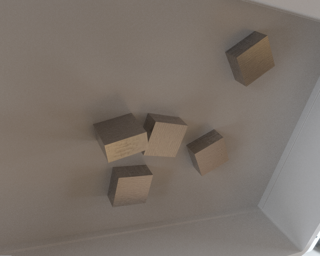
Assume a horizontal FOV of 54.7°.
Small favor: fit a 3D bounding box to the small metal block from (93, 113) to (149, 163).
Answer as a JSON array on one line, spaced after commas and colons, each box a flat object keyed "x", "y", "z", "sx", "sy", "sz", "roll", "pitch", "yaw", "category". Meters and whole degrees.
[{"x": -0.047, "y": 0.010, "z": 0.373, "sx": 0.050, "sy": 0.050, "sz": 0.025, "roll": -18, "pitch": 126, "yaw": -18, "category": "small metal block"}]

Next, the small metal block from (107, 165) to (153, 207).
[{"x": -0.042, "y": 0.081, "z": 0.435, "sx": 0.050, "sy": 0.025, "sz": 0.050, "roll": 0, "pitch": 119, "yaw": -28, "category": "small metal block"}]

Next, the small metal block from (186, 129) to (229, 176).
[{"x": 0.073, "y": 0.038, "z": 0.472, "sx": 0.050, "sy": 0.025, "sz": 0.050, "roll": -29, "pitch": 128, "yaw": -10, "category": "small metal block"}]

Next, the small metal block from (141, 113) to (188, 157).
[{"x": 0.003, "y": 0.010, "z": 0.416, "sx": 0.050, "sy": 0.025, "sz": 0.050, "roll": 7, "pitch": 115, "yaw": -32, "category": "small metal block"}]

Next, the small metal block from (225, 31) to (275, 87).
[{"x": 0.122, "y": -0.093, "z": 0.418, "sx": 0.050, "sy": 0.025, "sz": 0.050, "roll": -36, "pitch": 129, "yaw": -4, "category": "small metal block"}]
